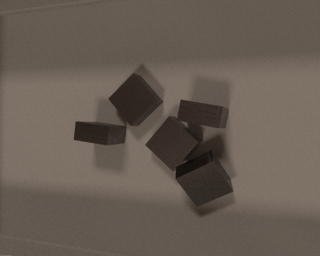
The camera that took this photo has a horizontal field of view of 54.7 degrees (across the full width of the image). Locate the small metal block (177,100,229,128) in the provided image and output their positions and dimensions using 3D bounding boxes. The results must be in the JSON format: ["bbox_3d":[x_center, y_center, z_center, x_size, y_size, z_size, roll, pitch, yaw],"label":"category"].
[{"bbox_3d":[0.054,-0.017,0.378,0.050,0.050,0.025,11,94,19],"label":"small metal block"}]

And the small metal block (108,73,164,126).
[{"bbox_3d":[-0.033,-0.038,0.421,0.050,0.025,0.050,-43,77,14],"label":"small metal block"}]

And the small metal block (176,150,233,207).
[{"bbox_3d":[0.054,0.062,0.379,0.050,0.025,0.050,-28,112,17],"label":"small metal block"}]

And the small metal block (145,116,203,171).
[{"bbox_3d":[0.018,0.020,0.403,0.050,0.025,0.050,43,103,14],"label":"small metal block"}]

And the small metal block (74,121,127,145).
[{"bbox_3d":[-0.081,0.007,0.424,0.050,0.050,0.025,8,93,19],"label":"small metal block"}]
